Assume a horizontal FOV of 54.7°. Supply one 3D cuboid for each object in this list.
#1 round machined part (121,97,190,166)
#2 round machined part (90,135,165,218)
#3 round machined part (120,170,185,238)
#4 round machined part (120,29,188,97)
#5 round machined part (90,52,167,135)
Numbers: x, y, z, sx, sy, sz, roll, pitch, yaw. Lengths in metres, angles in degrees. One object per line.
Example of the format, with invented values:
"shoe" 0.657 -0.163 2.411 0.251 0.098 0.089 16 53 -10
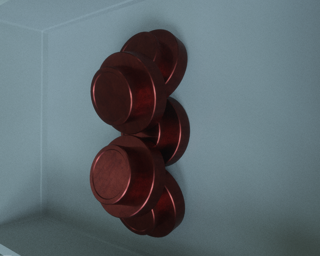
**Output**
"round machined part" -0.013 0.004 0.405 0.098 0.042 0.097 -1 88 40
"round machined part" -0.045 0.055 0.364 0.098 0.042 0.098 -11 72 37
"round machined part" -0.020 0.095 0.393 0.098 0.042 0.097 15 114 36
"round machined part" -0.017 -0.082 0.394 0.098 0.042 0.098 -15 65 35
"round machined part" -0.044 -0.039 0.363 0.098 0.042 0.097 12 110 37
